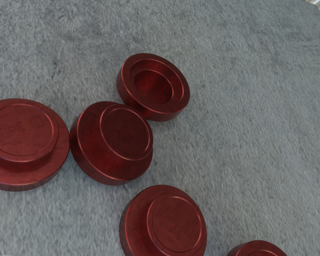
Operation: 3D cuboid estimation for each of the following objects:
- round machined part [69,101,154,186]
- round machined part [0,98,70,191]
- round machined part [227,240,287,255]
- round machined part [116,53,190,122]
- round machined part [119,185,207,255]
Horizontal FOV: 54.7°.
[{"bbox_3d":[-0.047,0.012,0.349,0.099,0.042,0.098,22,51,-31],"label":"round machined part"},{"bbox_3d":[-0.140,0.010,0.312,0.099,0.042,0.098,14,56,-21],"label":"round machined part"},{"bbox_3d":[0.107,0.179,0.343,0.099,0.042,0.098,14,56,-21],"label":"round machined part"},{"bbox_3d":[-0.012,-0.050,0.417,0.099,0.042,0.098,15,54,-21],"label":"round machined part"},{"bbox_3d":[0.010,0.108,0.334,0.099,0.042,0.098,14,56,-21],"label":"round machined part"}]
